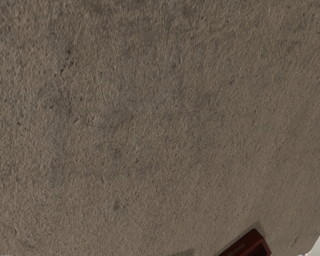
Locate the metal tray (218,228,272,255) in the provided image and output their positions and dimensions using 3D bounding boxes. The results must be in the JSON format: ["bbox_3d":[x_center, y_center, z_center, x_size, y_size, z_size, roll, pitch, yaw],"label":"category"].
[{"bbox_3d":[0.178,0.289,0.683,0.130,0.030,0.090,-36,130,-4],"label":"metal tray"}]
